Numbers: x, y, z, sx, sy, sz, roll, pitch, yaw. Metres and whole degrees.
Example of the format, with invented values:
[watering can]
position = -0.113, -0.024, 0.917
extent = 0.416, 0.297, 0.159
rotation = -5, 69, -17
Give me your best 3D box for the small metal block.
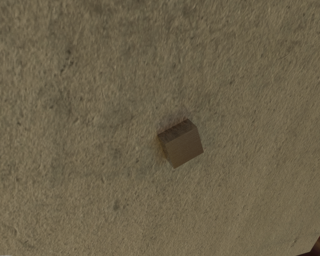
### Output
[small metal block]
position = 0.030, 0.023, 0.439
extent = 0.050, 0.025, 0.050
rotation = -28, 128, -11
